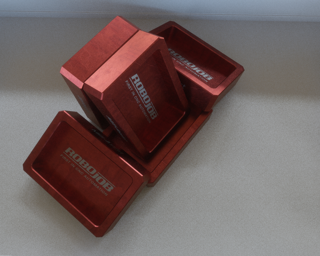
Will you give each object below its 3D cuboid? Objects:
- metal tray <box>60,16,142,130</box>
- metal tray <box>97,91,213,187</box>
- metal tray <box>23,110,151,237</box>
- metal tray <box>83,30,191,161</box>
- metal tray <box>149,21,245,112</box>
[{"bbox_3d":[-0.059,-0.059,0.372,0.030,0.130,0.090,38,75,13],"label":"metal tray"},{"bbox_3d":[-0.005,0.000,0.405,0.090,0.030,0.130,37,74,12],"label":"metal tray"},{"bbox_3d":[-0.088,0.051,0.367,0.130,0.030,0.090,38,98,12],"label":"metal tray"},{"bbox_3d":[-0.017,-0.031,0.350,0.030,0.130,0.090,31,71,35],"label":"metal tray"},{"bbox_3d":[0.038,-0.088,0.420,0.130,0.030,0.090,37,49,12],"label":"metal tray"}]
